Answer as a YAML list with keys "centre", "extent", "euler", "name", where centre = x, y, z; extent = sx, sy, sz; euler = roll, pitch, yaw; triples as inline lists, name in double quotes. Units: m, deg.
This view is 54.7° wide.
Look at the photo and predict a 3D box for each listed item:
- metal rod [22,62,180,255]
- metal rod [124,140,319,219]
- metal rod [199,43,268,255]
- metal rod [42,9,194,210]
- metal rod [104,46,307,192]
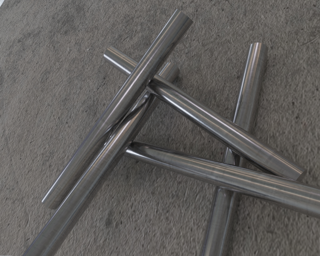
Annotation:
- centre: [-0.052, 0.023, 0.370]
  extent: [0.025, 0.025, 0.301]
  euler: [10, 52, 32]
  name: "metal rod"
- centre: [0.038, 0.042, 0.330]
  extent: [0.300, 0.025, 0.025]
  euler: [12, 67, 42]
  name: "metal rod"
- centre: [0.083, 0.030, 0.342]
  extent: [0.025, 0.025, 0.300]
  euler: [5, 64, 30]
  name: "metal rod"
- centre: [-0.060, -0.014, 0.388]
  extent: [0.299, 0.025, 0.025]
  euler: [-52, 50, 13]
  name: "metal rod"
- centre: [0.028, -0.029, 0.365]
  extent: [0.025, 0.025, 0.300]
  euler: [-48, 56, -6]
  name: "metal rod"
